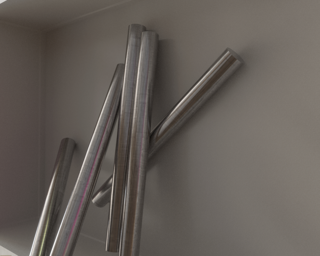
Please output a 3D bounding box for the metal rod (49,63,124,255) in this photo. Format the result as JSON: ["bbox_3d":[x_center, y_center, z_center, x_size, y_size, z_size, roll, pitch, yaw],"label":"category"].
[{"bbox_3d":[-0.088,0.049,0.398,0.025,0.025,0.299,-2,64,39],"label":"metal rod"}]

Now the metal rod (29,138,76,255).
[{"bbox_3d":[-0.152,0.125,0.426,0.025,0.025,0.300,-45,30,30],"label":"metal rod"}]

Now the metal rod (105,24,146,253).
[{"bbox_3d":[-0.045,0.008,0.413,0.025,0.025,0.298,-1,81,39],"label":"metal rod"}]

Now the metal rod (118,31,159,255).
[{"bbox_3d":[-0.026,0.024,0.390,0.025,0.025,0.298,-2,79,39],"label":"metal rod"}]

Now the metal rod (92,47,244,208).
[{"bbox_3d":[-0.006,0.017,0.409,0.299,0.025,0.025,-47,62,29],"label":"metal rod"}]
